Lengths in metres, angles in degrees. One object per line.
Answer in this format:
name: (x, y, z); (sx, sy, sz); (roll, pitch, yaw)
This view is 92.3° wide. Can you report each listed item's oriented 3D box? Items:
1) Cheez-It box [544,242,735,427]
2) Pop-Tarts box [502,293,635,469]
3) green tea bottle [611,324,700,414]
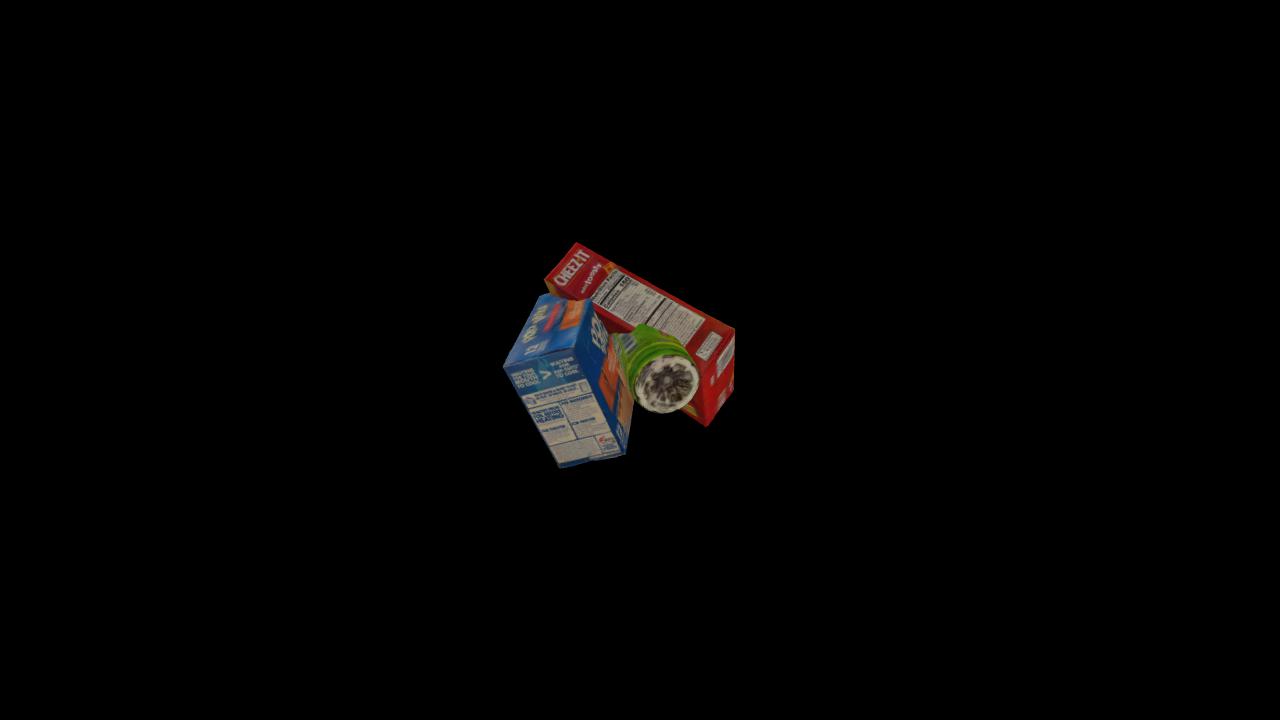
Cheez-It box: (0.005, -0.028, 0.737); (0.223, 0.071, 0.166); (33, -17, 20)
Pop-Tarts box: (-0.068, 0.011, 0.693); (0.083, 0.141, 0.167); (-16, 28, 14)
green tea bottle: (0.003, -0.020, 0.687); (0.073, 0.073, 0.212); (0, 26, -15)
